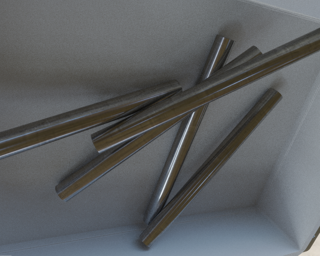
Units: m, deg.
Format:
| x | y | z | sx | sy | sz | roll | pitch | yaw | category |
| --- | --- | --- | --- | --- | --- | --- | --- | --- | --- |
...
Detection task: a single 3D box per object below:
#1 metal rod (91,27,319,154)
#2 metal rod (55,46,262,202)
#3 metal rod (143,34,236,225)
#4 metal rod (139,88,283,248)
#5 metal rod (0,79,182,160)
| x | y | z | sx | sy | sz | roll | pitch | yaw | category |
| --- | --- | --- | --- | --- | --- | --- | --- | --- | --- |
| 0.063 | -0.046 | 0.356 | 0.301 | 0.025 | 0.025 | -25 | 129 | -1 | metal rod |
| -0.002 | -0.004 | 0.386 | 0.300 | 0.025 | 0.025 | -35 | 130 | 3 | metal rod |
| 0.034 | 0.018 | 0.439 | 0.025 | 0.025 | 0.298 | 7 | 115 | -32 | metal rod |
| 0.078 | 0.059 | 0.470 | 0.300 | 0.025 | 0.025 | -48 | 130 | -2 | metal rod |
| -0.102 | -0.002 | 0.318 | 0.302 | 0.025 | 0.025 | -21 | 128 | -29 | metal rod |
